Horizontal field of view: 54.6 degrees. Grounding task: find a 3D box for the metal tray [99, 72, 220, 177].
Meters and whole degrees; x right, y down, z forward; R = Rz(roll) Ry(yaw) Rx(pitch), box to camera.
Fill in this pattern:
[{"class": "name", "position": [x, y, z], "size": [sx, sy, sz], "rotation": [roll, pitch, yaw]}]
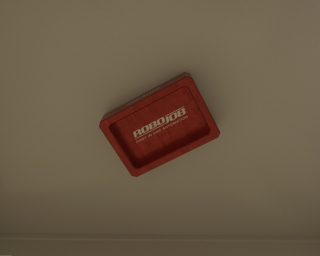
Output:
[{"class": "metal tray", "position": [0.000, -0.003, 0.404], "size": [0.130, 0.030, 0.090], "rotation": [-27, 108, 9]}]
